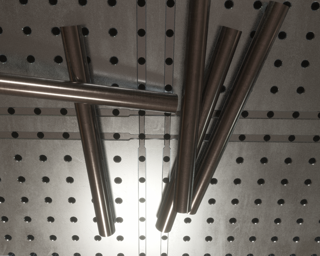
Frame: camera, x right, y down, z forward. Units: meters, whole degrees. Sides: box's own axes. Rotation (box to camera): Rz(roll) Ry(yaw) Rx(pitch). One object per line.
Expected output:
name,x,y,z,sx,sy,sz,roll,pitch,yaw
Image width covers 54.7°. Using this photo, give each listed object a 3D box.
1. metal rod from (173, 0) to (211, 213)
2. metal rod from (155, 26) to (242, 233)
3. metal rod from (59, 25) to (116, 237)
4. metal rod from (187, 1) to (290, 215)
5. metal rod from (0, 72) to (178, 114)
metal rod,0.039,-0.036,0.382,0.025,0.025,0.298,3,103,-2
metal rod,0.046,0.016,0.419,0.025,0.025,0.298,15,109,-6
metal rod,-0.093,0.018,0.418,0.025,0.025,0.298,-5,110,1
metal rod,0.091,-0.012,0.410,0.025,0.025,0.298,18,109,-7
metal rod,-0.127,-0.045,0.362,0.302,0.025,0.025,6,110,-12
